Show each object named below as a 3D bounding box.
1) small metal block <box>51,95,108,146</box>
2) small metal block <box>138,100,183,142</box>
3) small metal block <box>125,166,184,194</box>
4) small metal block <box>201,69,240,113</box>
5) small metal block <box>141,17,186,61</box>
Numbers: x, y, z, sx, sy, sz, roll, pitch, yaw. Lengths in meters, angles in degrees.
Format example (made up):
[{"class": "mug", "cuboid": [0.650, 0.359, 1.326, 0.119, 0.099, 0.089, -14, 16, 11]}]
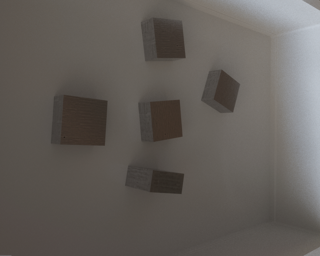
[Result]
[{"class": "small metal block", "cuboid": [-0.086, -0.007, 0.334, 0.050, 0.025, 0.050, 5, 87, -40]}, {"class": "small metal block", "cuboid": [0.001, -0.010, 0.407, 0.050, 0.025, 0.050, -8, 96, -40]}, {"class": "small metal block", "cuboid": [-0.007, 0.064, 0.385, 0.050, 0.050, 0.025, 13, 82, -39]}, {"class": "small metal block", "cuboid": [0.096, -0.057, 0.487, 0.050, 0.025, 0.050, 27, 73, -37]}, {"class": "small metal block", "cuboid": [0.005, -0.116, 0.410, 0.050, 0.025, 0.050, -11, 97, -39]}]
